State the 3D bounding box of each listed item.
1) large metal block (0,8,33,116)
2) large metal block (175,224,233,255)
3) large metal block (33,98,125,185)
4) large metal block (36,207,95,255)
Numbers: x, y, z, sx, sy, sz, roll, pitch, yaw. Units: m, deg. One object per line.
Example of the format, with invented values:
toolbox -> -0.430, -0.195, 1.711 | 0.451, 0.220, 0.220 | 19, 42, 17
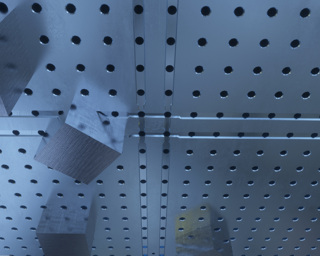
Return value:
large metal block -> -0.177, -0.068, 0.315 | 0.050, 0.080, 0.079 | 1, 130, -1
large metal block -> 0.087, 0.239, 0.600 | 0.080, 0.050, 0.080 | -29, 125, 22
large metal block -> -0.105, 0.020, 0.411 | 0.080, 0.050, 0.080 | 33, 123, -25
large metal block -> -0.165, 0.187, 0.552 | 0.081, 0.050, 0.079 | 1, 130, -2
